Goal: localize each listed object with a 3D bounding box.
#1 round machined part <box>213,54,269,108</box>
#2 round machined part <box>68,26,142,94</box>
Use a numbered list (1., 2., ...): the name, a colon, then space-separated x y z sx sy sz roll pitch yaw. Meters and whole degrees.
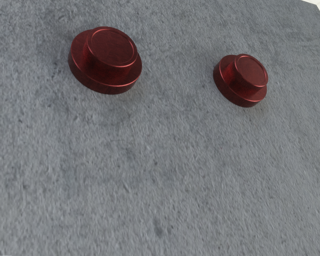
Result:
1. round machined part: 0.143 -0.087 0.526 0.099 0.042 0.098 14 56 -21
2. round machined part: -0.069 -0.097 0.416 0.099 0.042 0.098 14 56 -21
